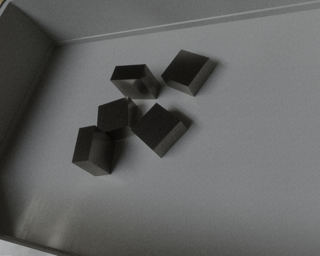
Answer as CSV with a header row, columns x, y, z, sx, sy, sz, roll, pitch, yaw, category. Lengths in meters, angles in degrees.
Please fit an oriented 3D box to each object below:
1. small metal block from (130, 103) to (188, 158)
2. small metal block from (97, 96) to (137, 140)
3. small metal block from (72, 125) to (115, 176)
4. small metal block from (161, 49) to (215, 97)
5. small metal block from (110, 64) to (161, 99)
x,y,z,sx,sy,sz,roll,pitch,yaw,category
-0.002,0.002,0.404,0.050,0.025,0.050,-47,52,-5,small metal block
-0.061,-0.012,0.444,0.050,0.025,0.050,-16,55,18,small metal block
-0.087,0.031,0.414,0.025,0.050,0.050,-10,58,23,small metal block
0.039,-0.077,0.432,0.050,0.025,0.050,28,77,37,small metal block
-0.034,-0.065,0.446,0.050,0.050,0.025,3,63,29,small metal block
